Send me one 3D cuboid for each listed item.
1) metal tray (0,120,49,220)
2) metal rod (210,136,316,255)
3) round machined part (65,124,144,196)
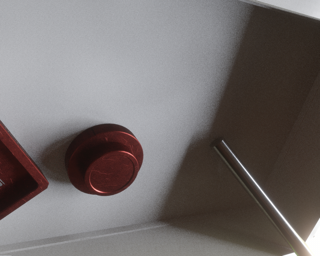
[{"bbox_3d":[-0.185,0.040,0.311,0.090,0.030,0.129,-36,136,-18],"label":"metal tray"},{"bbox_3d":[0.180,0.134,0.506,0.025,0.025,0.300,-40,102,-2],"label":"metal rod"},{"bbox_3d":[-0.066,0.047,0.392,0.099,0.042,0.097,-14,125,-21],"label":"round machined part"}]
